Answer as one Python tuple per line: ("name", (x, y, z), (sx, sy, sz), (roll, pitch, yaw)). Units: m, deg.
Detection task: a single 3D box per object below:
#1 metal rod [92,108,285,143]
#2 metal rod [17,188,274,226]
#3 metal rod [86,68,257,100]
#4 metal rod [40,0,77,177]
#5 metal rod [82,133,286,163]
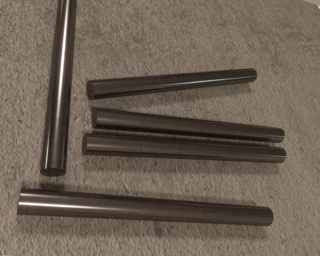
("metal rod", (0.057, 0.000, 0.436), (0.302, 0.025, 0.025), (5, 60, -26))
("metal rod", (0.004, 0.093, 0.350), (0.302, 0.025, 0.025), (10, 58, -23))
("metal rod", (0.038, -0.070, 0.468), (0.303, 0.025, 0.025), (-11, 67, -33))
("metal rod", (-0.122, -0.085, 0.390), (0.025, 0.025, 0.299), (9, 58, -24))
("metal rod", (0.051, 0.030, 0.414), (0.302, 0.025, 0.025), (5, 60, -26))
